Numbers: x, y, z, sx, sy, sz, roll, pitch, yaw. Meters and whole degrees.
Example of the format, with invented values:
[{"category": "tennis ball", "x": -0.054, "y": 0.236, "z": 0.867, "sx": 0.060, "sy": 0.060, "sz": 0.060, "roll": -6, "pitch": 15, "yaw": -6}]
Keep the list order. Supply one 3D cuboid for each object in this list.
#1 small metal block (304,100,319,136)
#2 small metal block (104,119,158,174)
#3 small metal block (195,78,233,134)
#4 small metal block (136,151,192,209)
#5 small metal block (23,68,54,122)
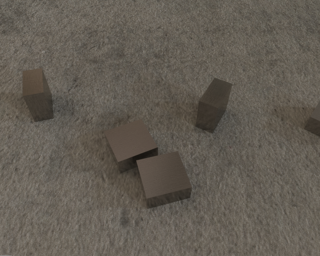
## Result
[{"category": "small metal block", "x": 0.231, "y": -0.011, "z": 0.415, "sx": 0.050, "sy": 0.025, "sz": 0.050, "roll": 29, "pitch": 56, "yaw": 22}, {"category": "small metal block", "x": -0.036, "y": 0.022, "z": 0.385, "sx": 0.050, "sy": 0.025, "sz": 0.050, "roll": -20, "pitch": 53, "yaw": -16}, {"category": "small metal block", "x": 0.072, "y": -0.030, "z": 0.413, "sx": 0.025, "sy": 0.050, "sz": 0.050, "roll": 23, "pitch": 54, "yaw": 18}, {"category": "small metal block", "x": 0.004, "y": 0.059, "z": 0.354, "sx": 0.050, "sy": 0.025, "sz": 0.050, "roll": -12, "pitch": 51, "yaw": -10}, {"category": "small metal block", "x": -0.166, "y": -0.045, "z": 0.423, "sx": 0.025, "sy": 0.050, "sz": 0.050, "roll": -12, "pitch": 51, "yaw": -10}]
